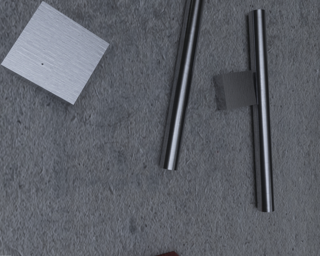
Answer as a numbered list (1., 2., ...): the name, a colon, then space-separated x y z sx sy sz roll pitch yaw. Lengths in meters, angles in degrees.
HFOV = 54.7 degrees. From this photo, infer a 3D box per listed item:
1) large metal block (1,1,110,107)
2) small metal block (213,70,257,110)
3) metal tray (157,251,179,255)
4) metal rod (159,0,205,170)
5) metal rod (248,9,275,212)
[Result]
1. large metal block: -0.117 -0.079 0.353 0.080 0.050 0.080 31 80 -18
2. small metal block: 0.109 -0.055 0.451 0.050 0.025 0.050 -11 94 -20
3. metal tray: -0.007 0.239 0.405 0.091 0.030 0.129 -6 92 -20
4. metal rod: 0.036 -0.092 0.423 0.025 0.025 0.298 11 86 -20
5. metal rod: 0.153 -0.025 0.467 0.025 0.025 0.298 -4 91 -20
